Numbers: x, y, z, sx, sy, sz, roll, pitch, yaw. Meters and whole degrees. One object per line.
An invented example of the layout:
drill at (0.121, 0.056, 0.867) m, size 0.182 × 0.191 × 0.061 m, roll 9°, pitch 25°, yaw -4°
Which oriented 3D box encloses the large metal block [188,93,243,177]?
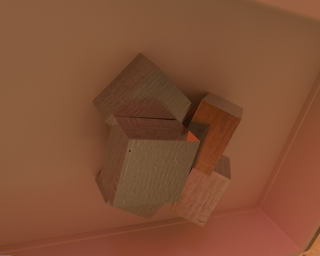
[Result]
large metal block at (0.065, 0.005, 0.403) m, size 0.079 × 0.050 × 0.080 m, roll -65°, pitch 171°, yaw 18°

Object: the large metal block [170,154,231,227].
large metal block at (0.060, 0.079, 0.446) m, size 0.050 × 0.080 × 0.079 m, roll 26°, pitch 108°, yaw 3°

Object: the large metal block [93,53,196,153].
large metal block at (-0.017, -0.026, 0.367) m, size 0.080 × 0.050 × 0.080 m, roll -45°, pitch 130°, yaw 3°

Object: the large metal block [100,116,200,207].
large metal block at (-0.013, 0.036, 0.340) m, size 0.081 × 0.050 × 0.079 m, roll 3°, pitch 116°, yaw -29°

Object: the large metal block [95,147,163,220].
large metal block at (-0.025, 0.067, 0.416) m, size 0.080 × 0.050 × 0.080 m, roll 34°, pitch 99°, yaw -39°
